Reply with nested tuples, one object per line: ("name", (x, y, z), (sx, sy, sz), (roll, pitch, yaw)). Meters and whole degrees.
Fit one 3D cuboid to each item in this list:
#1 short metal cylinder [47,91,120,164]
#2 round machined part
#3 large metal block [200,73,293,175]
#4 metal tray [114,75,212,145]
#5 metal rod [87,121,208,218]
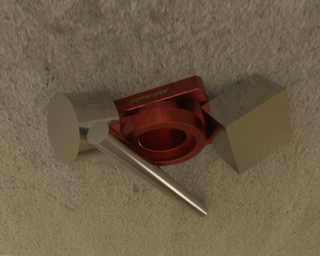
("short metal cylinder", (-0.090, -0.002, 0.361), (0.050, 0.080, 0.079), (-10, 142, -42))
("round machined part", (0.002, 0.005, 0.370), (0.099, 0.042, 0.098), (-4, 146, -3))
("large metal block", (0.104, -0.005, 0.368), (0.080, 0.050, 0.080), (-32, 128, -8))
("metal tray", (0.002, -0.006, 0.400), (0.130, 0.030, 0.090), (-16, 129, 12))
("metal rod", (0.005, 0.073, 0.413), (0.025, 0.025, 0.300), (-21, 144, 17))
